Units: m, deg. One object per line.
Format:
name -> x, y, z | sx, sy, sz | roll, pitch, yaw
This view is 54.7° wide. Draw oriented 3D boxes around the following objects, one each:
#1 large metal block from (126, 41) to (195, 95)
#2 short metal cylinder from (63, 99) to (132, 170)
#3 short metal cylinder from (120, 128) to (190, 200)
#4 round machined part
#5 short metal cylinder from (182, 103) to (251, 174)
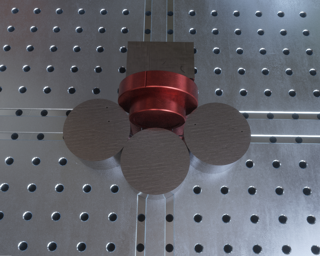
large metal block -> 0.001, -0.069, 0.407 | 0.081, 0.080, 0.050 | 1, 70, 0
short metal cylinder -> -0.076, 0.009, 0.395 | 0.081, 0.050, 0.080 | 0, 70, 0
short metal cylinder -> -0.005, 0.045, 0.382 | 0.081, 0.050, 0.080 | 0, 70, 0
round machined part -> -0.003, -0.028, 0.381 | 0.099, 0.098, 0.042 | 2, 70, 0
short metal cylinder -> 0.069, 0.014, 0.394 | 0.081, 0.050, 0.080 | 0, 70, 0
